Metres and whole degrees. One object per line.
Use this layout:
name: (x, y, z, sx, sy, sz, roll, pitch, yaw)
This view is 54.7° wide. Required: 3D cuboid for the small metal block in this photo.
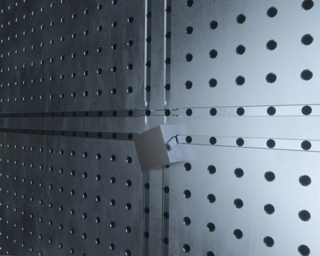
small metal block: (-0.004, 0.028, 0.411, 0.050, 0.025, 0.050, -25, 75, 37)
